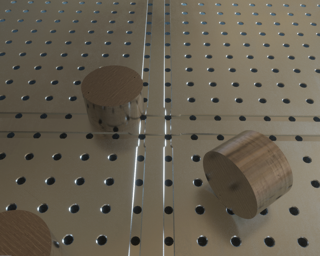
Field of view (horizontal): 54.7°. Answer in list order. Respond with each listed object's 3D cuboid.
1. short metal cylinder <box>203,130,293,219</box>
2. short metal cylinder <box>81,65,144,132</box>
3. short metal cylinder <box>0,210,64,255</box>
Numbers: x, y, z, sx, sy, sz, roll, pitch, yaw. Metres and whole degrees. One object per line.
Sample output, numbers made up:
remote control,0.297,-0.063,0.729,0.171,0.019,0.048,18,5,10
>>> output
short metal cylinder,0.092,0.049,0.332,0.050,0.080,0.080,-28,56,-21
short metal cylinder,-0.063,-0.041,0.425,0.081,0.050,0.080,1,50,-1
short metal cylinder,-0.135,0.124,0.286,0.081,0.050,0.080,0,50,0
